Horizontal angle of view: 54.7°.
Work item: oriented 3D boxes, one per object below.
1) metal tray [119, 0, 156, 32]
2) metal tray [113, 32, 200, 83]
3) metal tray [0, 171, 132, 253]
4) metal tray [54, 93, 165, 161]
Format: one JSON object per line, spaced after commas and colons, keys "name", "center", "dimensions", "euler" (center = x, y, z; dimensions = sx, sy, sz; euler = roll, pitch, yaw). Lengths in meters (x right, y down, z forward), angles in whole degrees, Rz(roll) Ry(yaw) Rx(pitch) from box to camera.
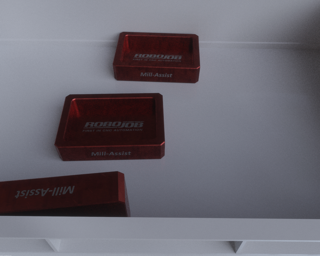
{"name": "metal tray", "center": [-0.038, -0.235, 0.536], "dimensions": [0.030, 0.129, 0.090], "euler": [17, 52, 13]}
{"name": "metal tray", "center": [-0.004, -0.115, 0.498], "dimensions": [0.131, 0.030, 0.090], "euler": [2, 50, 1]}
{"name": "metal tray", "center": [-0.096, 0.082, 0.292], "dimensions": [0.131, 0.089, 0.030], "euler": [-5, 51, -4]}
{"name": "metal tray", "center": [-0.061, -0.003, 0.403], "dimensions": [0.131, 0.030, 0.090], "euler": [-1, 50, -2]}
